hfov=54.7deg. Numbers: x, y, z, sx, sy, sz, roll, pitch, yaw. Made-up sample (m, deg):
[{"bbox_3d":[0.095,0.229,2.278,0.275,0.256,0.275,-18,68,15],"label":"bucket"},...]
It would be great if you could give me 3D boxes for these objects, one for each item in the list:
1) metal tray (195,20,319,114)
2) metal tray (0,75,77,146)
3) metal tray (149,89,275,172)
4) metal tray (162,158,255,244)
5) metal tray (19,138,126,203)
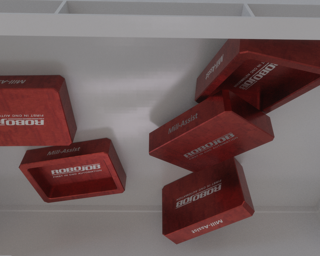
[{"bbox_3d":[0.098,-0.052,0.316,0.091,0.030,0.130,10,164,-9],"label":"metal tray"},{"bbox_3d":[-0.179,-0.019,0.387,0.131,0.030,0.089,-1,130,0],"label":"metal tray"},{"bbox_3d":[0.060,0.011,0.385,0.090,0.030,0.130,25,140,-35],"label":"metal tray"},{"bbox_3d":[0.064,0.105,0.456,0.130,0.090,0.030,-29,124,22],"label":"metal tray"},{"bbox_3d":[-0.125,0.066,0.459,0.131,0.030,0.090,-9,130,7],"label":"metal tray"}]
